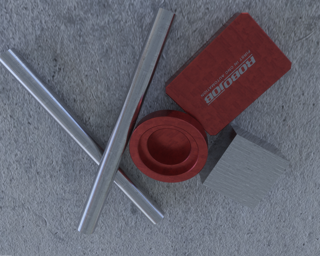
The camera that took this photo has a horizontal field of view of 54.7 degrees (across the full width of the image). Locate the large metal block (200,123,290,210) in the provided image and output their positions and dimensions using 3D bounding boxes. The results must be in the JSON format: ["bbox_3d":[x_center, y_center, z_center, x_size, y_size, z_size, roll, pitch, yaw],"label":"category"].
[{"bbox_3d":[0.109,0.049,0.416,0.080,0.050,0.080,27,108,-10],"label":"large metal block"}]

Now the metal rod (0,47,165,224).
[{"bbox_3d":[-0.094,0.022,0.416,0.025,0.025,0.300,-36,107,12],"label":"metal rod"}]

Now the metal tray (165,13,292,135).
[{"bbox_3d":[0.081,-0.065,0.385,0.090,0.030,0.130,43,104,-15],"label":"metal tray"}]

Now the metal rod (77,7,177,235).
[{"bbox_3d":[-0.046,0.000,0.389,0.025,0.025,0.298,20,101,-8],"label":"metal rod"}]

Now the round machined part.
[{"bbox_3d":[0.013,0.019,0.401,0.099,0.042,0.097,4,119,7],"label":"round machined part"}]
